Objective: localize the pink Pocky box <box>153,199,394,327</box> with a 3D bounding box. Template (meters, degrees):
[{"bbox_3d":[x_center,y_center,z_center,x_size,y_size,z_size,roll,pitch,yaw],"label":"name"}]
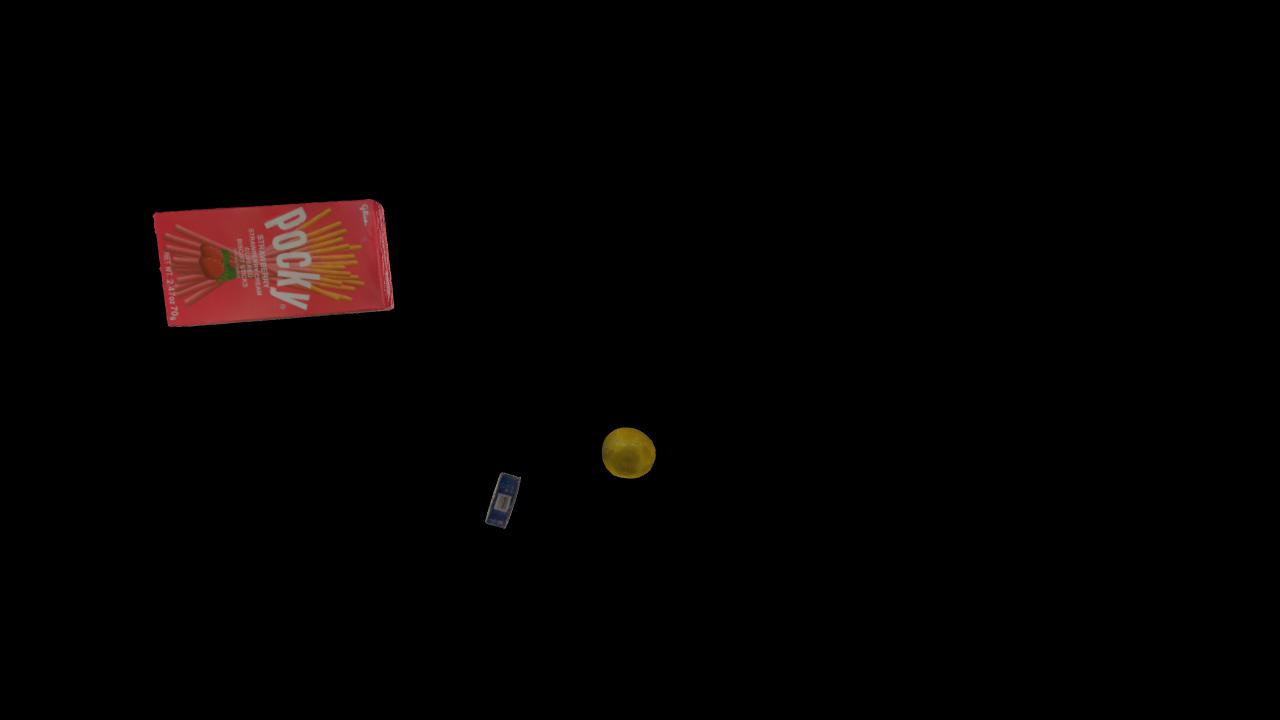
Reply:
[{"bbox_3d":[-0.270,-0.072,0.460,0.155,0.084,0.029,-5,4,-7],"label":"pink Pocky box"}]

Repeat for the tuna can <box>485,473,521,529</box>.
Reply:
[{"bbox_3d":[-0.217,0.222,0.973,0.034,0.084,0.084,18,-4,-11],"label":"tuna can"}]

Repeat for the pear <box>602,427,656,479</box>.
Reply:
[{"bbox_3d":[-0.017,0.132,0.928,0.080,0.080,0.111,0,11,-3],"label":"pear"}]
